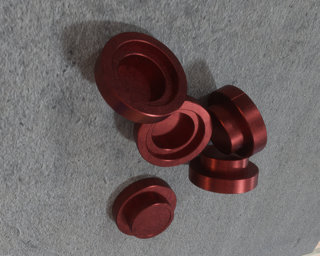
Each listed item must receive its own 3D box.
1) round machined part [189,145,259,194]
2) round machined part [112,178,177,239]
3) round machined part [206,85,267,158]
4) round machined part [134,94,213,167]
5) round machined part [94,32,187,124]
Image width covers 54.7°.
[{"bbox_3d":[0.091,0.054,0.445,0.099,0.098,0.042,-6,106,-26],"label":"round machined part"},{"bbox_3d":[-0.018,0.126,0.464,0.099,0.042,0.097,-14,124,-21],"label":"round machined part"},{"bbox_3d":[0.090,-0.004,0.406,0.042,0.098,0.098,-27,128,-12],"label":"round machined part"},{"bbox_3d":[0.014,-0.001,0.397,0.099,0.042,0.097,-10,125,-14],"label":"round machined part"},{"bbox_3d":[-0.023,-0.049,0.330,0.099,0.098,0.042,5,156,-31],"label":"round machined part"}]
